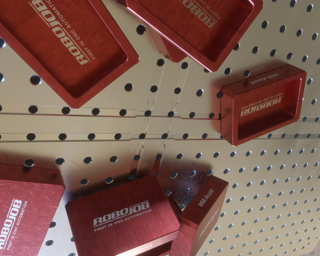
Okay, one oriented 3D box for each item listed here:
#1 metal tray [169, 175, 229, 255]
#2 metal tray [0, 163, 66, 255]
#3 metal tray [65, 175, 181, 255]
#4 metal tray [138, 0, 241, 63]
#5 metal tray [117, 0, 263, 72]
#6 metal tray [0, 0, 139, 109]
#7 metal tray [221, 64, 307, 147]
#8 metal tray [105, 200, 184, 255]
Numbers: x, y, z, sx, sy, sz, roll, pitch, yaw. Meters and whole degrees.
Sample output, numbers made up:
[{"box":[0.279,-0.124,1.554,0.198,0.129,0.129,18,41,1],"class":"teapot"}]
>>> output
[{"box":[0.063,0.143,0.486,0.131,0.030,0.089,-33,139,-52],"class":"metal tray"},{"box":[-0.181,0.107,0.375,0.091,0.030,0.129,14,111,-34],"class":"metal tray"},{"box":[-0.050,0.123,0.414,0.131,0.090,0.030,-15,142,-20],"class":"metal tray"},{"box":[0.044,-0.145,0.342,0.130,0.030,0.090,-36,129,-5],"class":"metal tray"},{"box":[0.034,-0.125,0.308,0.131,0.030,0.090,27,104,-37],"class":"metal tray"},{"box":[-0.092,-0.092,0.300,0.090,0.030,0.130,-39,129,-2],"class":"metal tray"},{"box":[0.156,-0.034,0.470,0.131,0.030,0.090,-20,126,-17],"class":"metal tray"},{"box":[-0.023,0.181,0.506,0.131,0.030,0.090,-20,126,-17],"class":"metal tray"}]
